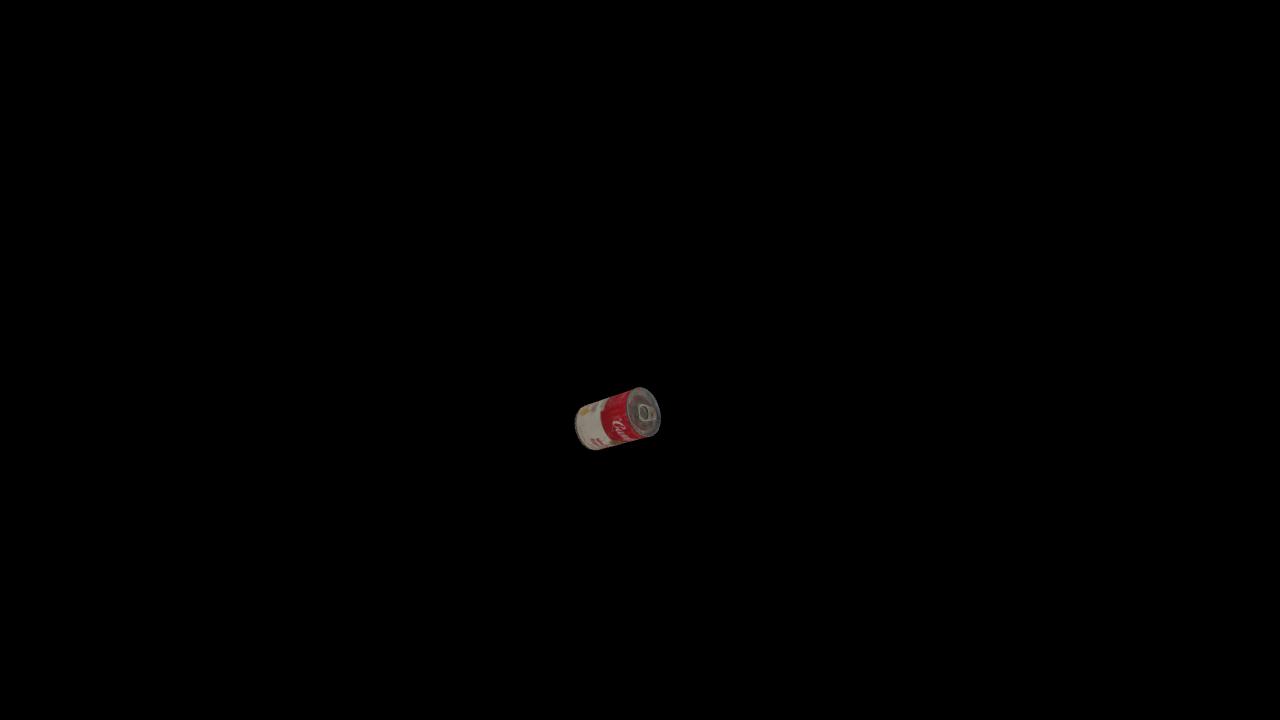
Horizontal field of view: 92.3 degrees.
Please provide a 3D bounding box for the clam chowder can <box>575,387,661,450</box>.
[{"bbox_3d":[-0.032,0.082,0.841,0.102,0.068,0.068,-20,-12,37],"label":"clam chowder can"}]
